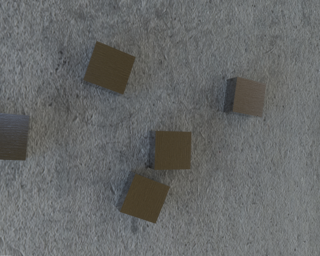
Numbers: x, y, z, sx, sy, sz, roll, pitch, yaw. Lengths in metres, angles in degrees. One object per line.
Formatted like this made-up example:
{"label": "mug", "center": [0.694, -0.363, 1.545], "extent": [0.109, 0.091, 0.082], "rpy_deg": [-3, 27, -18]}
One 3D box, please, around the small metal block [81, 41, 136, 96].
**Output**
{"label": "small metal block", "center": [-0.064, -0.072, 0.385], "extent": [0.050, 0.025, 0.050], "rpy_deg": [19, 84, -19]}

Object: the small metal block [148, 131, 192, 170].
{"label": "small metal block", "center": [0.013, 0.029, 0.414], "extent": [0.050, 0.025, 0.050], "rpy_deg": [2, 89, -20]}

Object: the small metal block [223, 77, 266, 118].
{"label": "small metal block", "center": [0.124, -0.044, 0.455], "extent": [0.050, 0.025, 0.050], "rpy_deg": [9, 87, -20]}

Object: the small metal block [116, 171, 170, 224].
{"label": "small metal block", "center": [-0.022, 0.089, 0.401], "extent": [0.050, 0.025, 0.050], "rpy_deg": [24, 82, -19]}

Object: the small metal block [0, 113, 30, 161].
{"label": "small metal block", "center": [-0.174, 0.009, 0.345], "extent": [0.050, 0.025, 0.050], "rpy_deg": [5, 89, -20]}
